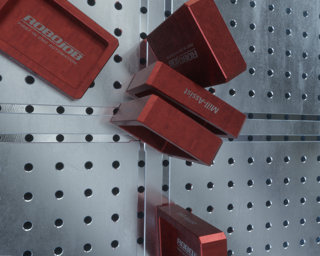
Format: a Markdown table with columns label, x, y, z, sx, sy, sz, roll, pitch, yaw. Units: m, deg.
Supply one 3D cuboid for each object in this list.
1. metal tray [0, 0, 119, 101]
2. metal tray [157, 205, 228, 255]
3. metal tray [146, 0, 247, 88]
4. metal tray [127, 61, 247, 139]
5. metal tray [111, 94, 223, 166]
| label | x | y | z | sx | sy | sz | roll | pitch | yaw |
| --- | --- | --- | --- | --- | --- | --- | --- | --- | --- |
| metal tray | -0.126 | -0.104 | 0.363 | 0.130 | 0.030 | 0.090 | 35 | 78 | -17 |
| metal tray | 0.034 | 0.152 | 0.371 | 0.030 | 0.130 | 0.089 | -3 | 92 | -20 |
| metal tray | 0.037 | -0.092 | 0.371 | 0.030 | 0.130 | 0.090 | -34 | 102 | -17 |
| metal tray | 0.031 | -0.030 | 0.390 | 0.131 | 0.090 | 0.030 | 29 | 81 | -18 |
| metal tray | 0.001 | 0.003 | 0.358 | 0.090 | 0.130 | 0.030 | 33 | 79 | -18 |
